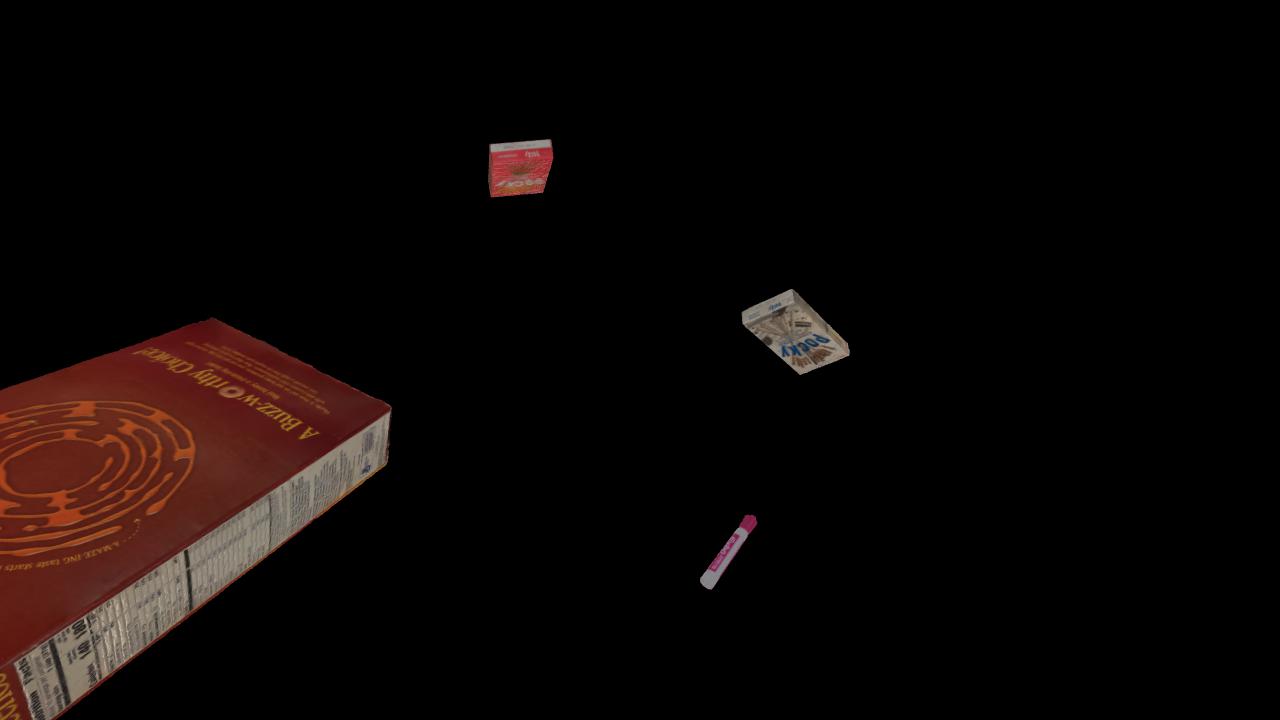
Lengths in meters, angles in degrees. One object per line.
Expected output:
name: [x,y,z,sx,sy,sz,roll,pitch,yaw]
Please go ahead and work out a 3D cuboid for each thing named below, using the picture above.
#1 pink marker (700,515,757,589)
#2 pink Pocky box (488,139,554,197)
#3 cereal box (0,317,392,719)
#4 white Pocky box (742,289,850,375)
pink marker: [0.116,0.242,0.787,0.020,0.020,0.121,0,31,44]
pink Pocky box: [-0.175,-0.273,0.888,0.084,0.029,0.155,-9,0,-15]
cereal box: [-0.357,0.085,0.425,0.203,0.081,0.306,23,29,9]
white Pocky box: [0.220,-0.036,0.865,0.084,0.028,0.154,-26,-45,35]
